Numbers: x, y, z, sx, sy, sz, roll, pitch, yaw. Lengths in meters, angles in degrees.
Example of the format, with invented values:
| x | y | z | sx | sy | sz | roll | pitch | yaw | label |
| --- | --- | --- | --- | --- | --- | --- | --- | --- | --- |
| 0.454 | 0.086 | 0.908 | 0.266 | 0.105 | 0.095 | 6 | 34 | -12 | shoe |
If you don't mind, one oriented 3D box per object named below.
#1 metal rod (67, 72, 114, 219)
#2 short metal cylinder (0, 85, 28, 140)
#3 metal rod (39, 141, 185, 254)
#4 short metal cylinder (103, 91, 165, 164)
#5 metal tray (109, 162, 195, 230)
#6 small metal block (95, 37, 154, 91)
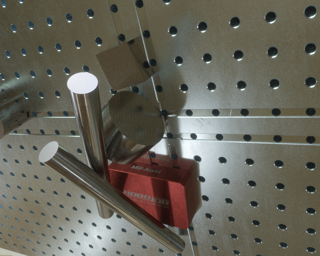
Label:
| x | y | z | sx | sy | sz | roll | pitch | yaw | label |
| --- | --- | --- | --- | --- | --- | --- | --- | --- | --- |
| -0.076 | 0.049 | 0.381 | 0.025 | 0.025 | 0.298 | 25 | 146 | 12 | metal rod |
| -0.273 | -0.026 | 0.520 | 0.080 | 0.050 | 0.079 | 13 | 124 | 20 | short metal cylinder |
| -0.041 | 0.109 | 0.411 | 0.025 | 0.025 | 0.300 | -7 | 141 | 31 | metal rod |
| -0.041 | 0.000 | 0.396 | 0.080 | 0.080 | 0.050 | 45 | 129 | -4 | short metal cylinder |
| -0.016 | 0.100 | 0.476 | 0.130 | 0.030 | 0.089 | 7 | 122 | 24 | metal tray |
| -0.044 | -0.078 | 0.384 | 0.050 | 0.025 | 0.050 | -12 | 113 | 32 | small metal block |
